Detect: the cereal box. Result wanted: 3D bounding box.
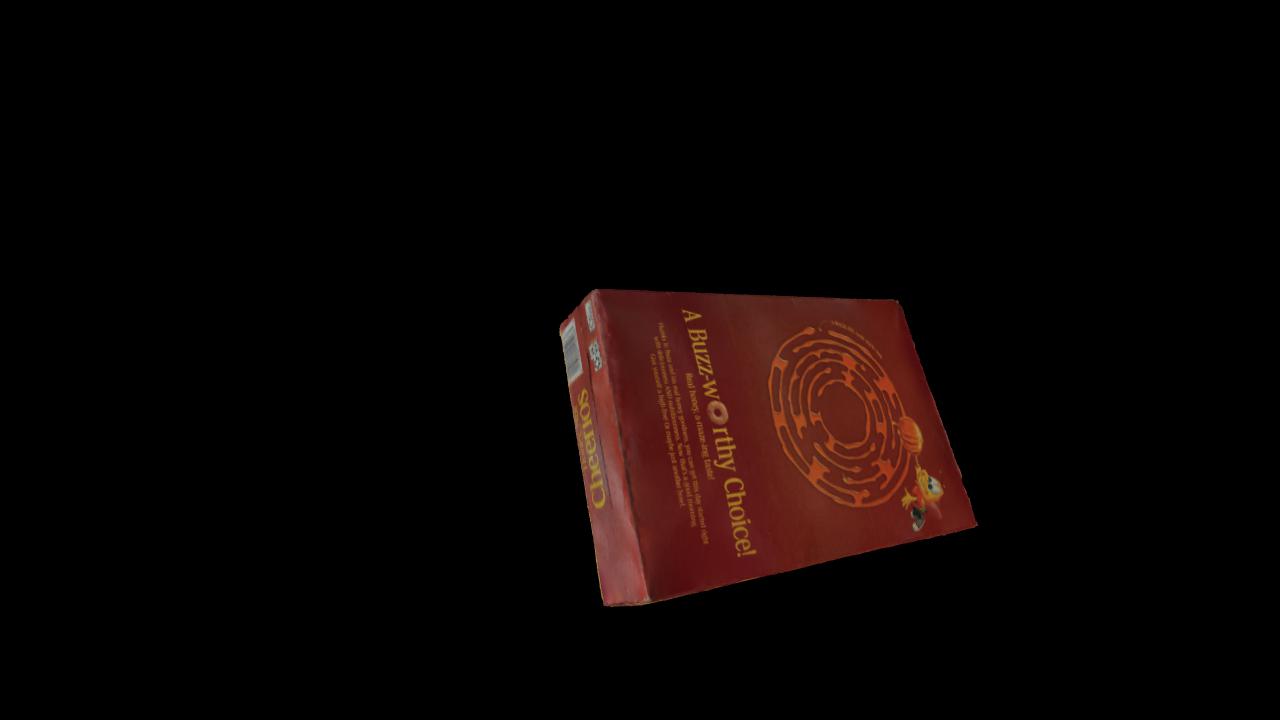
[{"bbox_3d":[0.104,0.054,0.473,0.306,0.203,0.081,-2,-20,-29],"label":"cereal box"}]
